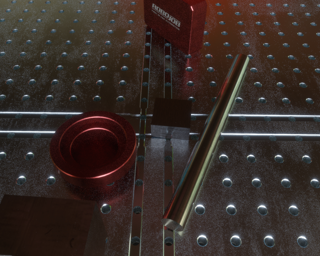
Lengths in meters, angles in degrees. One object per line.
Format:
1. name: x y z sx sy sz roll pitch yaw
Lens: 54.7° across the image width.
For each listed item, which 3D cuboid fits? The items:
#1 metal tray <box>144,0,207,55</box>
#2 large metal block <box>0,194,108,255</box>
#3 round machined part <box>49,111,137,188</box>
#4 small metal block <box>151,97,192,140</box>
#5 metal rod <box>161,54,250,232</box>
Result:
1. metal tray: 0.021 -0.196 0.529 0.030 0.089 0.130 -30 57 -23
2. large metal block: -0.097 0.105 0.283 0.080 0.080 0.050 3 50 2
3. round machined part: -0.077 0.029 0.371 0.099 0.042 0.098 0 50 0
4. small metal block: 0.016 -0.013 0.419 0.050 0.025 0.050 5 50 4
5. metal rod: 0.073 -0.004 0.411 0.025 0.025 0.301 19 52 14
